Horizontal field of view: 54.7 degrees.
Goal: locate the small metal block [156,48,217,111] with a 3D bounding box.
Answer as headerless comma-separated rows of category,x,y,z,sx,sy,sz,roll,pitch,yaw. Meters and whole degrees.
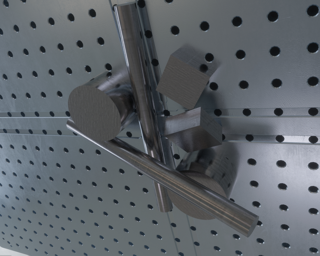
small metal block,0.030,-0.056,0.361,0.050,0.025,0.050,31,129,7

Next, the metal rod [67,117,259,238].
metal rod,-0.019,0.047,0.399,0.300,0.025,0.025,26,129,32

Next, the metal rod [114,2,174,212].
metal rod,-0.015,-0.008,0.414,0.025,0.025,0.298,4,121,26

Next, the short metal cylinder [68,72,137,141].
short metal cylinder,-0.074,-0.029,0.416,0.080,0.050,0.079,13,124,21

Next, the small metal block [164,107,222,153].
small metal block,0.041,0.004,0.377,0.050,0.025,0.050,-18,141,35

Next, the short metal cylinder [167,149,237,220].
short metal cylinder,0.056,0.074,0.411,0.080,0.050,0.079,13,124,21
